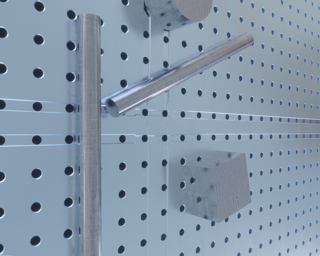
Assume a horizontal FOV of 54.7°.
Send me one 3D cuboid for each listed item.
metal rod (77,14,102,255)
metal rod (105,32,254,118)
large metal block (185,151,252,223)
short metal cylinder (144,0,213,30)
[{"bbox_3d":[-0.078,0.026,0.345,0.025,0.025,0.298,-1,90,-40],"label":"metal rod"},{"bbox_3d":[0.048,-0.089,0.451,0.302,0.025,0.025,-32,110,-36],"label":"metal rod"},{"bbox_3d":[0.090,0.085,0.471,0.081,0.050,0.079,-16,101,-39],"label":"large metal block"},{"bbox_3d":[0.025,-0.178,0.416,0.081,0.050,0.079,0,90,-40],"label":"short metal cylinder"}]
